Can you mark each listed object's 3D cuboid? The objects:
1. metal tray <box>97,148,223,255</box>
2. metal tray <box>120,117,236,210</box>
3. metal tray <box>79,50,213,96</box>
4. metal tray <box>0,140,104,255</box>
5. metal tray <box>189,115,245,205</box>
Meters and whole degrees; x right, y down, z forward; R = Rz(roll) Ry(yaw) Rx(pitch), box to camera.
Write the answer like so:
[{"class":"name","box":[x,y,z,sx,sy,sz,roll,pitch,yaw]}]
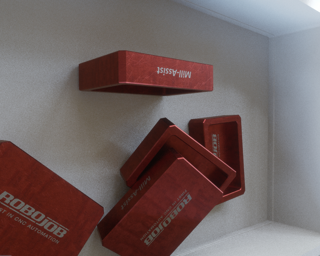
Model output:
[{"class":"metal tray","box":[0.002,0.099,0.368,0.130,0.030,0.090,-48,120,-1]},{"class":"metal tray","box":[0.026,0.058,0.397,0.130,0.030,0.090,37,93,-30]},{"class":"metal tray","box":[-0.014,-0.057,0.354,0.131,0.090,0.030,-1,91,-40]},{"class":"metal tray","box":[-0.128,0.084,0.297,0.130,0.030,0.090,46,62,-30]},{"class":"metal tray","box":[0.091,0.047,0.481,0.091,0.030,0.129,-8,95,-40]}]
